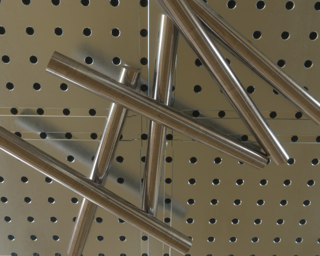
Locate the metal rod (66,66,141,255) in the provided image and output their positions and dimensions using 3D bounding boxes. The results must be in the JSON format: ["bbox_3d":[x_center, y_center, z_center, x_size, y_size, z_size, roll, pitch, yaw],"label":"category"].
[{"bbox_3d":[-0.084,0.059,0.434,0.025,0.025,0.298,18,109,-7],"label":"metal rod"}]

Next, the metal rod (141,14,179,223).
[{"bbox_3d":[-0.004,0.007,0.415,0.025,0.025,0.298,6,110,-2],"label":"metal rod"}]

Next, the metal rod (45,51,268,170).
[{"bbox_3d":[0.012,-0.013,0.382,0.301,0.025,0.025,25,109,-19],"label":"metal rod"}]

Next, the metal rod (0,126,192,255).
[{"bbox_3d":[-0.084,0.090,0.417,0.301,0.025,0.025,34,107,-12],"label":"metal rod"}]

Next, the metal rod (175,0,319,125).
[{"bbox_3d":[0.096,-0.100,0.377,0.301,0.025,0.025,36,106,-12],"label":"metal rod"}]

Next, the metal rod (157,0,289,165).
[{"bbox_3d":[0.076,-0.064,0.375,0.025,0.025,0.300,-36,112,12],"label":"metal rod"}]
